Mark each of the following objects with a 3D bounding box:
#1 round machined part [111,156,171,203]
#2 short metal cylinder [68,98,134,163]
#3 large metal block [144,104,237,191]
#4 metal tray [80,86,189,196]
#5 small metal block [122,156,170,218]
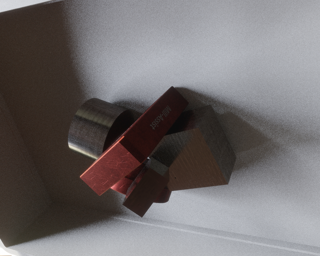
[{"bbox_3d":[-0.028,0.064,0.424,0.098,0.098,0.042,19,90,17],"label":"round machined part"},{"bbox_3d":[-0.076,0.005,0.413,0.050,0.080,0.079,21,126,16],"label":"short metal cylinder"},{"bbox_3d":[0.036,0.027,0.377,0.080,0.050,0.080,-15,115,34],"label":"large metal block"},{"bbox_3d":[-0.025,0.011,0.357,0.030,0.131,0.090,46,128,-5],"label":"metal tray"},{"bbox_3d":[-0.014,0.064,0.348,0.025,0.050,0.050,35,97,-4],"label":"small metal block"}]
